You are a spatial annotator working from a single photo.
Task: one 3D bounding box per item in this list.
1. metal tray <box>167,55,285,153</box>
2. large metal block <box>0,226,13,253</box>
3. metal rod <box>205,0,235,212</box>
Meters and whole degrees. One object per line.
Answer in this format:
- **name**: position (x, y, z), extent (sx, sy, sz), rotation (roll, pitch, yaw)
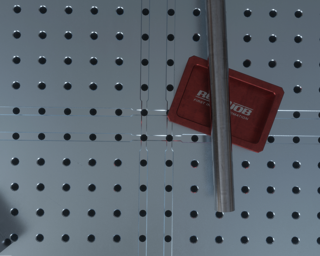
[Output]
- **metal tray**: position (0.085, -0.031, 0.411), extent (0.131, 0.030, 0.090), rotation (20, 90, 0)
- **large metal block**: position (-0.258, 0.148, 0.399), extent (0.080, 0.050, 0.080), rotation (-35, 90, 0)
- **metal rod**: position (0.073, -0.048, 0.383), extent (0.025, 0.025, 0.298), rotation (-3, 90, 0)
